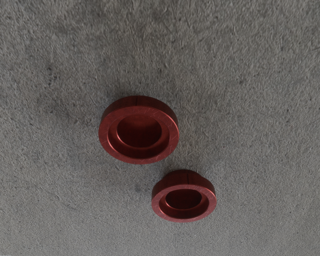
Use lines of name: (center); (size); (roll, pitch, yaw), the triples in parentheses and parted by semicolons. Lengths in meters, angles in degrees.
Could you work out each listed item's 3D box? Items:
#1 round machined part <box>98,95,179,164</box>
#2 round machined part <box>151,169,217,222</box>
round machined part: (-0.026, -0.002, 0.394); (0.099, 0.042, 0.097); (0, 130, 0)
round machined part: (0.036, 0.102, 0.483); (0.099, 0.042, 0.097); (0, 130, 0)
